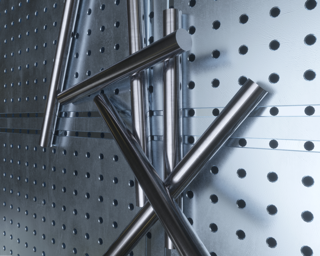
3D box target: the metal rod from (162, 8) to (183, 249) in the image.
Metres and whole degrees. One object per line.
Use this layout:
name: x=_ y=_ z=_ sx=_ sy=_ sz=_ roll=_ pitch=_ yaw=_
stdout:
metal rod: x=0.016 y=0.001 z=0.396 sx=0.025 sy=0.025 sz=0.298 roll=-1 pitch=90 yaw=40

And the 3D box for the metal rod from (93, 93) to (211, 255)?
metal rod: x=-0.027 y=0.041 z=0.385 sx=0.025 sy=0.025 sz=0.300 roll=-61 pitch=41 yaw=22

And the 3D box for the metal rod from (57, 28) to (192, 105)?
metal rod: x=-0.073 y=-0.074 z=0.443 sx=0.299 sy=0.025 sz=0.025 roll=-12 pitch=82 yaw=48

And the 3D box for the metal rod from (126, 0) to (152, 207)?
metal rod: x=-0.028 y=-0.043 z=0.433 sx=0.025 sy=0.025 sz=0.298 roll=-5 pitch=87 yaw=40

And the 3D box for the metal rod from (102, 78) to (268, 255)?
metal rod: x=0.016 y=0.069 z=0.367 sx=0.025 sy=0.025 sz=0.299 roll=47 pitch=109 yaw=30

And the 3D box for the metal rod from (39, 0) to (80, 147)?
metal rod: x=-0.181 y=-0.109 z=0.560 sx=0.025 sy=0.025 sz=0.298 roll=24 pitch=105 yaw=37
